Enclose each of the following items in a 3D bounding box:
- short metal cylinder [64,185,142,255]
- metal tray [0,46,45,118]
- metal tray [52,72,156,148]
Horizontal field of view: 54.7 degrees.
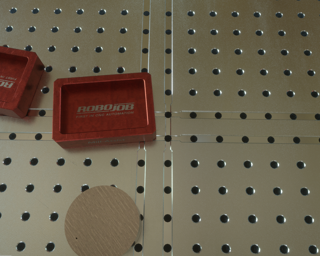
[{"bbox_3d":[-0.063,0.110,0.357,0.081,0.050,0.080,0,70,0],"label":"short metal cylinder"},{"bbox_3d":[-0.241,-0.070,0.431,0.131,0.030,0.090,11,70,3],"label":"metal tray"},{"bbox_3d":[-0.074,-0.025,0.417,0.131,0.030,0.090,-5,70,-2],"label":"metal tray"}]
